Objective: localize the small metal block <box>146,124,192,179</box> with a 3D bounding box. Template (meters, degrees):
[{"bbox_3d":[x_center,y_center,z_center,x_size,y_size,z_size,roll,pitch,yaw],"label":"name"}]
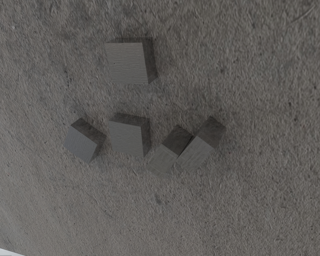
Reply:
[{"bbox_3d":[0.012,0.030,0.403,0.025,0.050,0.050,35,129,5],"label":"small metal block"}]

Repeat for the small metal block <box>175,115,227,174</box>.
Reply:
[{"bbox_3d":[0.050,0.020,0.377,0.025,0.050,0.050,38,129,3],"label":"small metal block"}]

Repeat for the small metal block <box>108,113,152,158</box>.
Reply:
[{"bbox_3d":[-0.041,0.010,0.435,0.050,0.025,0.050,11,123,22],"label":"small metal block"}]

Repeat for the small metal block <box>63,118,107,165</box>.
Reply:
[{"bbox_3d":[-0.117,0.021,0.482,0.050,0.025,0.050,35,129,5],"label":"small metal block"}]

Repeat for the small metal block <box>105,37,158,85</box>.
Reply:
[{"bbox_3d":[-0.034,-0.081,0.375,0.050,0.025,0.050,6,121,25],"label":"small metal block"}]
